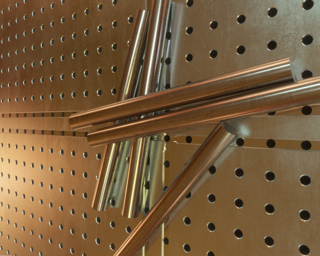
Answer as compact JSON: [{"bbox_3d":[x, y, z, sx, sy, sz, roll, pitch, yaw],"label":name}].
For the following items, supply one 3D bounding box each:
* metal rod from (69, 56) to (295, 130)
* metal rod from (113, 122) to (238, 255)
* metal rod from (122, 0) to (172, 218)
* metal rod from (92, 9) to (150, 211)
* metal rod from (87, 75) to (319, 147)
[{"bbox_3d":[0.003,-0.033,0.379,0.300,0.025,0.025,-11,83,31],"label":"metal rod"},{"bbox_3d":[0.000,0.111,0.407,0.025,0.025,0.298,49,119,28],"label":"metal rod"},{"bbox_3d":[-0.020,-0.023,0.423,0.025,0.025,0.298,15,99,39],"label":"metal rod"},{"bbox_3d":[-0.057,-0.017,0.453,0.025,0.025,0.298,24,105,37],"label":"metal rod"},{"bbox_3d":[0.030,-0.011,0.361,0.300,0.025,0.025,-12,82,32],"label":"metal rod"}]
